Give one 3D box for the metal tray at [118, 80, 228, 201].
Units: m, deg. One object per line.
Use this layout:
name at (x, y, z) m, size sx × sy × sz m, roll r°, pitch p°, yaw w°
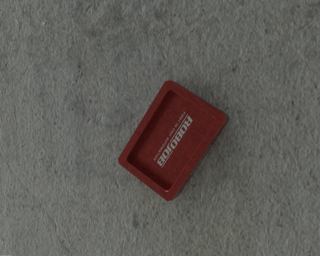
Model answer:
metal tray at (0.016, 0.016, 0.401) m, size 0.090 × 0.030 × 0.129 m, roll 35°, pitch 101°, yaw 16°
